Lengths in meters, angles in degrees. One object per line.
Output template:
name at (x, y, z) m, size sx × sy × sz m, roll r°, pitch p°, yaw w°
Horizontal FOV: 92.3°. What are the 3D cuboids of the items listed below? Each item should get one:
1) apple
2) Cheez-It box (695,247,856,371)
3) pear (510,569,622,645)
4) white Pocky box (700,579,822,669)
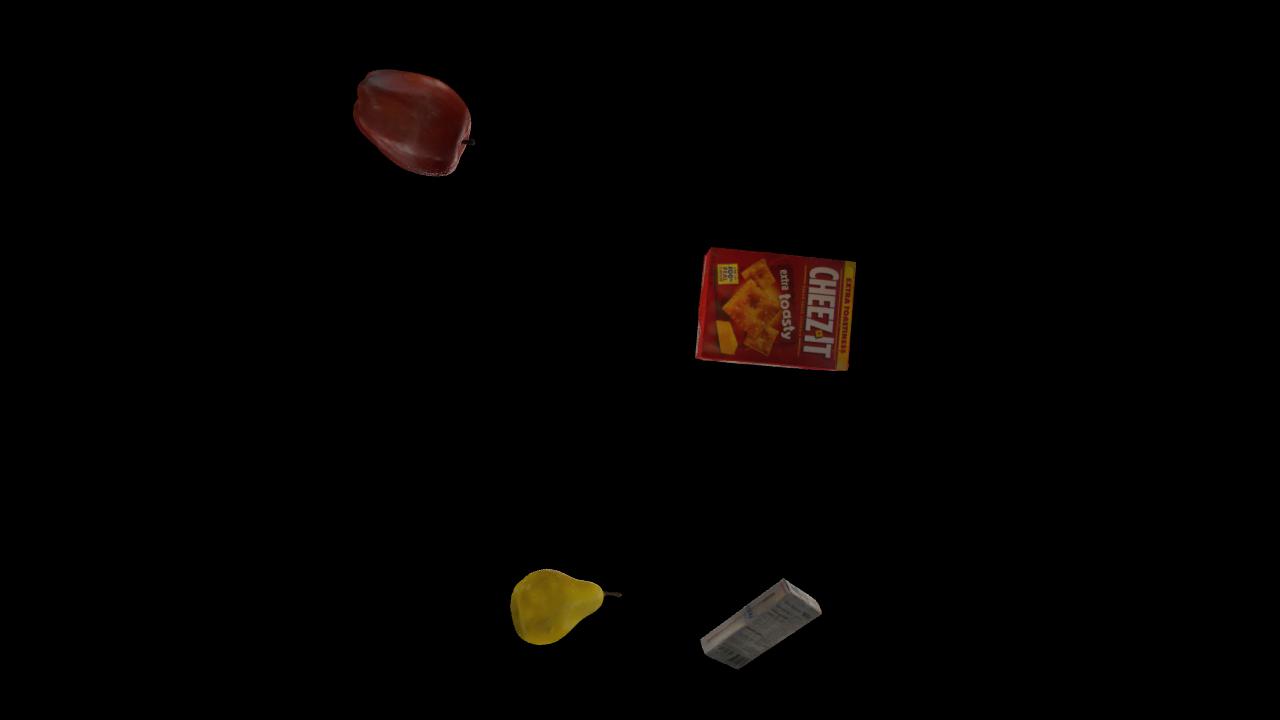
apple at (-0.181, -0.193, 0.501) m, size 0.093 × 0.079 × 0.079 m, roll 19°, pitch -7°, yaw -22°
Cheez-It box at (0.201, -0.073, 0.925) m, size 0.223 × 0.166 × 0.071 m, roll 5°, pitch 0°, yaw -3°
pear at (-0.078, 0.254, 0.651) m, size 0.111 × 0.080 × 0.080 m, roll -5°, pitch 2°, yaw -28°
white Pocky box at (0.167, 0.369, 0.851) m, size 0.084 × 0.154 × 0.028 m, roll 39°, pitch 17°, yaw -31°
